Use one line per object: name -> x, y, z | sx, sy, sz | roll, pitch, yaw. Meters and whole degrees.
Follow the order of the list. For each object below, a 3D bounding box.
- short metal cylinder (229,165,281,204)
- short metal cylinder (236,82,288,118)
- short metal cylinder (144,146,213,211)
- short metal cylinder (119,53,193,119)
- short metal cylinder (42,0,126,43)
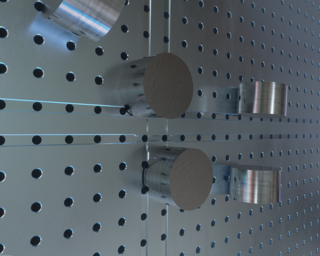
short metal cylinder -> 0.155, 0.090, 0.507 | 0.081, 0.080, 0.050 | 2, 89, -40
short metal cylinder -> 0.170, -0.045, 0.519 | 0.081, 0.080, 0.050 | 7, 86, -40
short metal cylinder -> 0.026, 0.066, 0.417 | 0.081, 0.050, 0.079 | 0, 90, -40
short metal cylinder -> -0.004, -0.051, 0.391 | 0.081, 0.050, 0.079 | 0, 90, -40
short metal cylinder -> -0.075, -0.134, 0.311 | 0.050, 0.080, 0.080 | 23, 76, -38
